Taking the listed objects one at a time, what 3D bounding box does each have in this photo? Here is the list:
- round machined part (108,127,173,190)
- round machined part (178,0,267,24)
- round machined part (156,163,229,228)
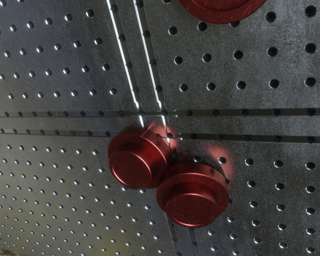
[{"bbox_3d":[-0.034,0.050,0.448,0.098,0.042,0.097,13,124,20],"label":"round machined part"},{"bbox_3d":[0.060,-0.148,0.277,0.098,0.042,0.097,13,124,20],"label":"round machined part"},{"bbox_3d":[0.043,0.097,0.419,0.099,0.042,0.097,3,126,5],"label":"round machined part"}]
